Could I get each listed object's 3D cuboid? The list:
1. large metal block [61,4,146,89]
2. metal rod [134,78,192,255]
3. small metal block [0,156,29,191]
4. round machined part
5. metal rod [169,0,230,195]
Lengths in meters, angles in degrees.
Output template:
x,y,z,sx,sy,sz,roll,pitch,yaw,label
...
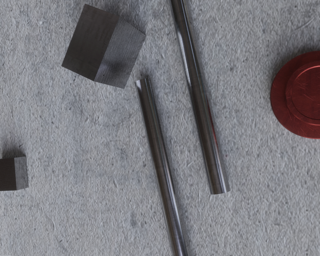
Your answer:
x,y,z,sx,sy,sz,roll,pitch,yaw,label
-0.070,-0.102,0.403,0.050,0.080,0.080,26,99,18,large metal block
0.010,0.082,0.404,0.025,0.025,0.298,-14,85,19,metal rod
-0.239,0.073,0.491,0.050,0.025,0.050,-6,88,19,small metal block
0.173,-0.036,0.339,0.098,0.042,0.097,0,90,19,round machined part
0.044,-0.067,0.392,0.025,0.025,0.298,-13,86,19,metal rod
